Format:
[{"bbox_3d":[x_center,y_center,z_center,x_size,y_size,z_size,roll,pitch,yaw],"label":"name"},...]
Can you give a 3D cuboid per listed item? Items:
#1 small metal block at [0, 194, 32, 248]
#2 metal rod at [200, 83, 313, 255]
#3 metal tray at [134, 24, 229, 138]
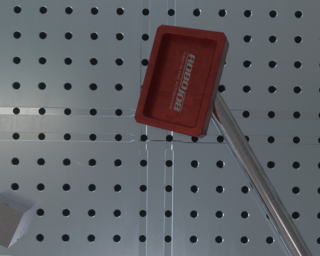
[{"bbox_3d":[-0.209,0.122,0.412,0.050,0.025,0.050,24,90,0],"label":"small metal block"},{"bbox_3d":[0.134,0.074,0.414,0.025,0.025,0.299,-30,90,0],"label":"metal rod"},{"bbox_3d":[0.028,-0.060,0.396,0.090,0.030,0.129,14,90,20],"label":"metal tray"}]
